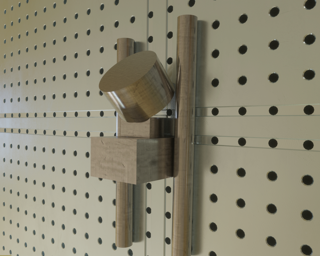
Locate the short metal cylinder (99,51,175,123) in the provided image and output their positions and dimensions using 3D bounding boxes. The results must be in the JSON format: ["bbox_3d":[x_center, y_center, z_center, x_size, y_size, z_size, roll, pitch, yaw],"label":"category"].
[{"bbox_3d":[-0.028,-0.052,0.388,0.080,0.050,0.080,-21,36,16],"label":"short metal cylinder"}]

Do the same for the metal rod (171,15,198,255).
[{"bbox_3d":[0.030,0.013,0.384,0.025,0.025,0.298,2,92,40],"label":"metal rod"}]

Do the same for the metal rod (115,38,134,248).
[{"bbox_3d":[-0.051,0.021,0.452,0.025,0.025,0.298,1,91,40],"label":"metal rod"}]

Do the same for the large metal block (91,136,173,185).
[{"bbox_3d":[-0.031,0.036,0.396,0.080,0.081,0.050,1,91,40],"label":"large metal block"}]

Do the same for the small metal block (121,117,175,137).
[{"bbox_3d":[-0.016,-0.001,0.406,0.050,0.050,0.025,2,92,39],"label":"small metal block"}]
